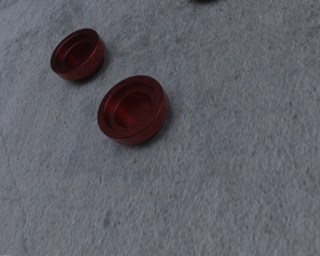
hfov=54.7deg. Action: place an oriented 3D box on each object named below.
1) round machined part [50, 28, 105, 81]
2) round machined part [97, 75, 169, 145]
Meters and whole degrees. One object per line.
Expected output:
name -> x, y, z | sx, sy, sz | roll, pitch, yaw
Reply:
round machined part -> -0.136, -0.121, 0.537 | 0.098, 0.042, 0.098 | -13, 56, 20
round machined part -> -0.032, -0.020, 0.421 | 0.098, 0.042, 0.098 | -13, 56, 20
